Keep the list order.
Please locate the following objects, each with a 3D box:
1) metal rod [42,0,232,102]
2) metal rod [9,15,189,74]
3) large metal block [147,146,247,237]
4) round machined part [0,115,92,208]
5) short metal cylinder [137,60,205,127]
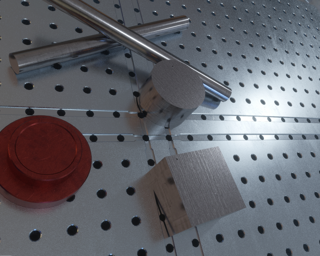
[{"bbox_3d":[-0.018,-0.113,0.444,0.302,0.025,0.025,25,52,-22],"label":"metal rod"},{"bbox_3d":[-0.064,-0.131,0.454,0.302,0.025,0.025,-27,77,-37],"label":"metal rod"},{"bbox_3d":[0.043,0.074,0.372,0.081,0.050,0.080,-8,66,-32],"label":"large metal block"},{"bbox_3d":[-0.118,0.028,0.317,0.099,0.042,0.098,14,56,-21],"label":"round machined part"},{"bbox_3d":[0.015,-0.048,0.431,0.081,0.050,0.080,14,56,-21],"label":"short metal cylinder"}]
